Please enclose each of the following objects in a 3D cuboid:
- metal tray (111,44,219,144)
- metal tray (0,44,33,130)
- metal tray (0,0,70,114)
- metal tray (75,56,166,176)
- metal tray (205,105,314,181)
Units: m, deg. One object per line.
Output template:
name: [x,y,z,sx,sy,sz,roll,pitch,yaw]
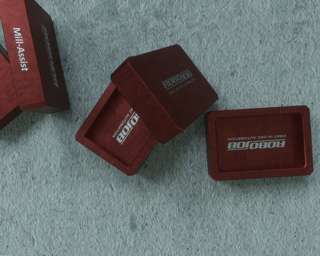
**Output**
metal tray: [0.013,-0.046,0.360,0.030,0.131,0.090,-37,90,34]
metal tray: [-0.235,-0.066,0.405,0.090,0.030,0.130,-40,90,0]
metal tray: [-0.149,-0.085,0.376,0.030,0.090,0.129,-12,90,0]
metal tray: [-0.035,-0.015,0.402,0.090,0.030,0.130,34,90,5]
metal tray: [0.128,0.019,0.408,0.131,0.030,0.089,-4,90,0]
